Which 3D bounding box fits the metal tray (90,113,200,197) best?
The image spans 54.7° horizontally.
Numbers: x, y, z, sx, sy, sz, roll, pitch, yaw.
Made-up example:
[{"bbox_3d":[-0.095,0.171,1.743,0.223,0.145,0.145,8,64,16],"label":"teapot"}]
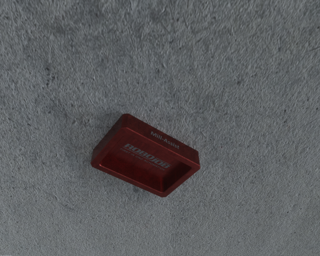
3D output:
[{"bbox_3d":[-0.020,0.044,0.443,0.131,0.030,0.090,29,124,-23],"label":"metal tray"}]
